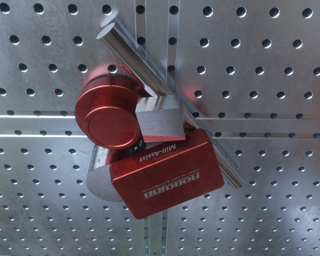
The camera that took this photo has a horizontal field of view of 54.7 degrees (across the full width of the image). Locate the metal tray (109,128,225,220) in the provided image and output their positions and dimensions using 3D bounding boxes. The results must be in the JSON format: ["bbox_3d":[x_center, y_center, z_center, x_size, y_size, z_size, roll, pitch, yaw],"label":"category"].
[{"bbox_3d":[0.012,0.063,0.407,0.131,0.030,0.090,-22,128,1],"label":"metal tray"}]

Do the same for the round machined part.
[{"bbox_3d":[-0.057,-0.011,0.384,0.099,0.042,0.097,0,130,1],"label":"round machined part"}]

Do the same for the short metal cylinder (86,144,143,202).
[{"bbox_3d":[-0.060,0.061,0.441,0.081,0.050,0.079,0,130,0],"label":"short metal cylinder"}]

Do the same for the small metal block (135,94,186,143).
[{"bbox_3d":[0.003,-0.010,0.367,0.050,0.025,0.050,-4,133,10],"label":"small metal block"}]

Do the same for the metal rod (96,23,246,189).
[{"bbox_3d":[0.032,-0.009,0.400,0.025,0.025,0.300,-29,125,22],"label":"metal rod"}]
